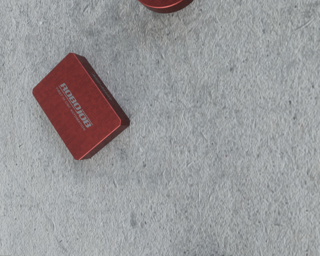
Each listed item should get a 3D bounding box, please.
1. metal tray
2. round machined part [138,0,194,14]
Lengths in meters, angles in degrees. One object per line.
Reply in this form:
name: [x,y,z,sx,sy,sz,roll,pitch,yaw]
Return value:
metal tray: [-0.115,-0.031,0.445,0.090,0.030,0.130,-39,78,15]
round machined part: [0.012,-0.195,0.395,0.098,0.042,0.097,0,90,19]
